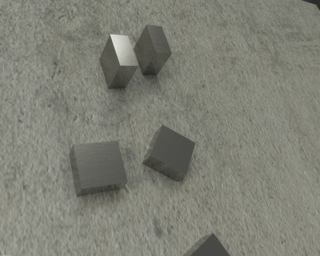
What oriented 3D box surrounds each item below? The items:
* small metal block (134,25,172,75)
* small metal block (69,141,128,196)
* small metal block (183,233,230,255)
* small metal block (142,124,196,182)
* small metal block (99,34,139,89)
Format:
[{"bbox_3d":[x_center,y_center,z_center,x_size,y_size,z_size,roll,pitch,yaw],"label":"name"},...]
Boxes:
[{"bbox_3d":[-0.012,-0.113,0.452,0.025,0.050,0.050,-4,64,-31],"label":"small metal block"},{"bbox_3d":[-0.069,0.044,0.341,0.050,0.025,0.050,-3,63,-30],"label":"small metal block"},{"bbox_3d":[0.052,0.154,0.340,0.050,0.025,0.050,-29,78,-38],"label":"small metal block"},{"bbox_3d":[0.012,0.032,0.393,0.050,0.025,0.050,29,52,-10],"label":"small metal block"},{"bbox_3d":[-0.056,-0.087,0.412,0.025,0.050,0.050,-6,65,-31],"label":"small metal block"}]
